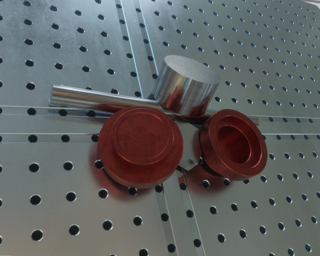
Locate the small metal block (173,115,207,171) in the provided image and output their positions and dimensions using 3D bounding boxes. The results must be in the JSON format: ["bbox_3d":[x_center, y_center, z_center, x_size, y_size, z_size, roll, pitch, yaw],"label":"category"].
[{"bbox_3d":[0.030,0.020,0.407,0.050,0.025,0.050,32,52,-8],"label":"small metal block"}]

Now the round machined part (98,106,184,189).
[{"bbox_3d":[-0.021,0.016,0.355,0.099,0.042,0.098,3,64,-7],"label":"round machined part"}]

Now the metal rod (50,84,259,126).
[{"bbox_3d":[0.010,-0.022,0.423,0.302,0.025,0.025,7,59,-25],"label":"metal rod"}]

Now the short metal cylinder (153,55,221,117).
[{"bbox_3d":[0.036,-0.059,0.424,0.081,0.050,0.080,17,30,-10],"label":"short metal cylinder"}]

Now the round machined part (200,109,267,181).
[{"bbox_3d":[0.095,0.026,0.425,0.099,0.042,0.098,15,57,-24],"label":"round machined part"}]
